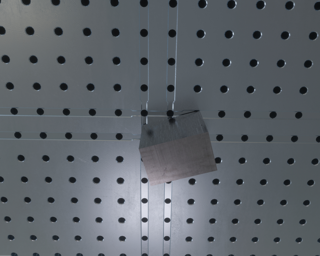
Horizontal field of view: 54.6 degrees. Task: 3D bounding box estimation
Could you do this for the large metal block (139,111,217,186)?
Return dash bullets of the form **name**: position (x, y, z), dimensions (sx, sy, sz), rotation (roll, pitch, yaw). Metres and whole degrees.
- **large metal block**: position (0.021, 0.023, 0.392), dimensions (0.080, 0.080, 0.050), rotation (-14, 110, 5)
